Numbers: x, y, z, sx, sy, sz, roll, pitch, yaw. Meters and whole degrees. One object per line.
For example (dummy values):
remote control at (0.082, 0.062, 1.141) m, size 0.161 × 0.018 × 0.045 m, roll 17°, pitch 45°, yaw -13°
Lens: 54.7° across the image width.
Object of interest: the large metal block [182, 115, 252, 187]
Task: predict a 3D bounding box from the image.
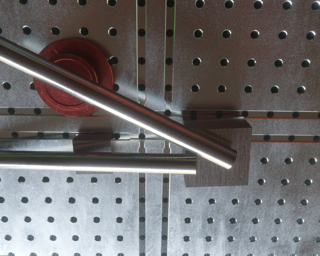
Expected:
large metal block at (0.072, 0.029, 0.409) m, size 0.081 × 0.050 × 0.079 m, roll -2°, pitch 110°, yaw 0°

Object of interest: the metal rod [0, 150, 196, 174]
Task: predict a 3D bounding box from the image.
metal rod at (-0.105, 0.043, 0.398) m, size 0.301 × 0.025 × 0.025 m, roll 0°, pitch 111°, yaw 10°

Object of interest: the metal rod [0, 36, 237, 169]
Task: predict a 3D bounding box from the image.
metal rod at (-0.050, -0.027, 0.351) m, size 0.301 × 0.025 × 0.025 m, roll 26°, pitch 108°, yaw -7°

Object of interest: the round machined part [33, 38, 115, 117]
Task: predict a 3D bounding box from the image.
round machined part at (-0.107, -0.059, 0.381) m, size 0.099 × 0.042 × 0.097 m, roll 0°, pitch 110°, yaw -1°

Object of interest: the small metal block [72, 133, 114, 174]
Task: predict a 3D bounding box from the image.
small metal block at (-0.090, 0.035, 0.426) m, size 0.050 × 0.025 × 0.050 m, roll 0°, pitch 110°, yaw -1°
